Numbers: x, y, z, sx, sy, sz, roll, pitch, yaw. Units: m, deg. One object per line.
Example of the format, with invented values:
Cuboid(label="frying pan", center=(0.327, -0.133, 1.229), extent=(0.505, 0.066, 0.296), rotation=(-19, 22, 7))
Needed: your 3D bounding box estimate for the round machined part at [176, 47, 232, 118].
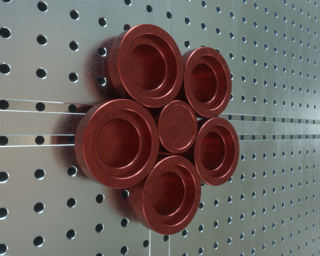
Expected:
Cuboid(label="round machined part", center=(0.055, -0.063, 0.442), extent=(0.099, 0.042, 0.097), rotation=(0, 90, -40))

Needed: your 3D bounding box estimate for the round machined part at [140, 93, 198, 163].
Cuboid(label="round machined part", center=(0.011, -0.001, 0.406), extent=(0.099, 0.042, 0.097), rotation=(0, 90, -40))

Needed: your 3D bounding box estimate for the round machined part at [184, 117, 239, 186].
Cuboid(label="round machined part", center=(0.070, 0.033, 0.455), extent=(0.099, 0.042, 0.097), rotation=(0, 90, -40))

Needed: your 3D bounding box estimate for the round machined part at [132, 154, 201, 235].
Cuboid(label="round machined part", center=(0.004, 0.083, 0.400), extent=(0.099, 0.042, 0.097), rotation=(0, 90, -40))

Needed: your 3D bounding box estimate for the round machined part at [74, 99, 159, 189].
Cuboid(label="round machined part", center=(-0.052, 0.017, 0.353), extent=(0.099, 0.042, 0.097), rotation=(0, 90, -40))

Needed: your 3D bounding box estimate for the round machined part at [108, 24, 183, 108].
Cuboid(label="round machined part", center=(-0.021, -0.073, 0.379), extent=(0.099, 0.042, 0.097), rotation=(0, 90, -40))
